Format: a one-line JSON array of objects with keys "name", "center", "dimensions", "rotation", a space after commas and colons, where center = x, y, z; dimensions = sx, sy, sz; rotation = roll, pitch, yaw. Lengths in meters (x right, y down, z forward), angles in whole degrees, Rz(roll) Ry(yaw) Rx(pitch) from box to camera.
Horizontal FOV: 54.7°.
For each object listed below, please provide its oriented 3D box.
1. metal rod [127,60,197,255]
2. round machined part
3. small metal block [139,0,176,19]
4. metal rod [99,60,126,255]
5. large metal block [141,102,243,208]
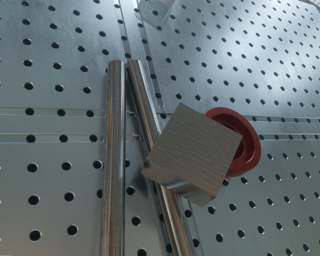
[{"name": "metal rod", "center": [0.000, 0.042, 0.383], "dimensions": [0.025, 0.025, 0.299], "rotation": [-2, 63, -29]}, {"name": "round machined part", "center": [0.089, 0.023, 0.433], "dimensions": [0.099, 0.042, 0.098], "rotation": [14, 56, -21]}, {"name": "small metal block", "center": [-0.001, -0.230, 0.550], "dimensions": [0.050, 0.025, 0.050], "rotation": [32, 51, -8]}, {"name": "metal rod", "center": [-0.052, 0.043, 0.354], "dimensions": [0.025, 0.025, 0.299], "rotation": [11, 57, -23]}, {"name": "large metal block", "center": [0.035, 0.031, 0.353], "dimensions": [0.080, 0.050, 0.080], "rotation": [29, 62, 4]}]
